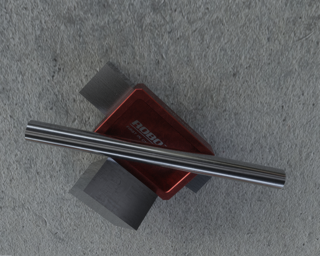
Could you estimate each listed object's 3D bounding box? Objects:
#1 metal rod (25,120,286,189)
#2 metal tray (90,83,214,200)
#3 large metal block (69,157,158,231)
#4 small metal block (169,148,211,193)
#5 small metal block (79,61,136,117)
[{"bbox_3d":[-0.001,0.033,0.364,0.302,0.025,0.025,11,110,-5],"label":"metal rod"},{"bbox_3d":[-0.008,0.020,0.388,0.130,0.030,0.090,42,104,-14],"label":"metal tray"},{"bbox_3d":[-0.063,0.086,0.403,0.080,0.080,0.050,41,63,-14],"label":"large metal block"},{"bbox_3d":[0.046,0.054,0.431,0.050,0.025,0.050,37,106,-13],"label":"small metal block"},{"bbox_3d":[-0.064,-0.048,0.392,0.050,0.025,0.050,43,104,-15],"label":"small metal block"}]
